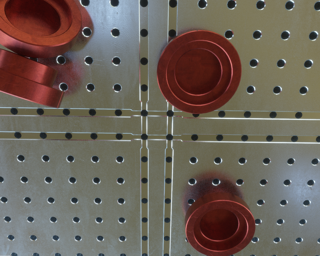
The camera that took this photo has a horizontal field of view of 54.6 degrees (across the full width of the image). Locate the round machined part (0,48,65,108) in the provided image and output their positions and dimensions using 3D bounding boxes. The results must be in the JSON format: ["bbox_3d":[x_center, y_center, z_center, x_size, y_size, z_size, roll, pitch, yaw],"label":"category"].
[{"bbox_3d":[-0.157,-0.059,0.355,0.098,0.098,0.042,19,90,-7],"label":"round machined part"}]

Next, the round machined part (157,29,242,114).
[{"bbox_3d":[0.046,-0.070,0.379,0.099,0.042,0.097,0,110,0],"label":"round machined part"}]

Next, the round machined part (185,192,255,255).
[{"bbox_3d":[0.085,0.136,0.455,0.099,0.042,0.097,0,110,0],"label":"round machined part"}]

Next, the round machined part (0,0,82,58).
[{"bbox_3d":[-0.140,-0.117,0.341,0.098,0.098,0.042,33,142,-11],"label":"round machined part"}]
